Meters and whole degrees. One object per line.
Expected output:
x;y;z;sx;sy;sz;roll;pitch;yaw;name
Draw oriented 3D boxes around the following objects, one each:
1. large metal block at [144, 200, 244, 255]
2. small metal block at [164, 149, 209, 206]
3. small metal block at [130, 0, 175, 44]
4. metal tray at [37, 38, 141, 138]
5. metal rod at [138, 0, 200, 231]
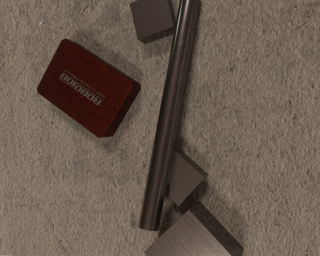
0.042;0.150;0.380;0.080;0.050;0.080;46;104;14;large metal block
0.025;0.063;0.399;0.050;0.025;0.050;42;103;14;small metal block
-0.007;-0.146;0.411;0.050;0.025;0.050;-14;85;19;small metal block
-0.103;-0.057;0.441;0.130;0.030;0.090;34;101;16;metal tray
0.013;-0.025;0.385;0.025;0.025;0.298;9;86;19;metal rod
